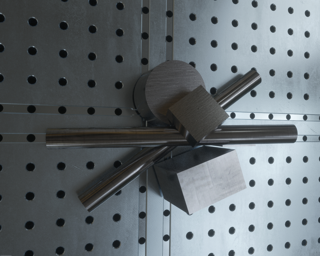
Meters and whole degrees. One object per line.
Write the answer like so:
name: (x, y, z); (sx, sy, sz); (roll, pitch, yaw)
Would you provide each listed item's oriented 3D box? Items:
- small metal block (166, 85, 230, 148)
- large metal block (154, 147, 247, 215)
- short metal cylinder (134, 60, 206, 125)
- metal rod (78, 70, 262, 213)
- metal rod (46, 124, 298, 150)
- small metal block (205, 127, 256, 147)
small metal block: (0.043, -0.014, 0.363); (0.050, 0.025, 0.050); (-37, 79, -16)
large metal block: (0.048, 0.061, 0.397); (0.081, 0.080, 0.050); (-19, 97, -19)
short metal cylinder: (0.012, -0.043, 0.400); (0.081, 0.050, 0.079); (0, 89, -20)
metal rod: (0.025, 0.009, 0.419); (0.301, 0.025, 0.025); (-36, 102, -17)
metal rod: (0.020, 0.010, 0.379); (0.302, 0.025, 0.025); (-1, 91, -7)
small metal block: (0.097, 0.012, 0.432); (0.050, 0.050, 0.025); (0, 90, -19)
